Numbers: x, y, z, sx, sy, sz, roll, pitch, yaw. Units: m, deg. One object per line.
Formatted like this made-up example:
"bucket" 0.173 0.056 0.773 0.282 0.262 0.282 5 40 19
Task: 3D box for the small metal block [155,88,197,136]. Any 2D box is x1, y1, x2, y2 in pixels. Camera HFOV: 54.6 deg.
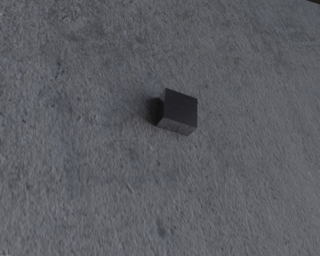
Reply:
"small metal block" 0.024 -0.022 0.429 0.050 0.025 0.050 17 55 -18
